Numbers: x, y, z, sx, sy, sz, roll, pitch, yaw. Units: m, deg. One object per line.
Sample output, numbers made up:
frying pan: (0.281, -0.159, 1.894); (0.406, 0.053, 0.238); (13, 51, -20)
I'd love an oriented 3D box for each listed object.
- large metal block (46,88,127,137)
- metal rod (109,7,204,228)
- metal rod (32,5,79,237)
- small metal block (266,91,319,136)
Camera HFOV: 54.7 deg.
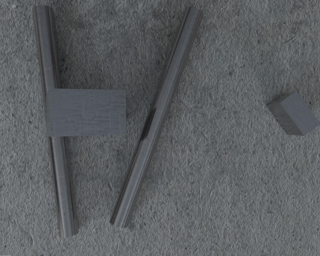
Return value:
large metal block: (-0.091, -0.017, 0.369); (0.081, 0.080, 0.050); (-2, 90, -23)
metal rod: (-0.004, -0.014, 0.409); (0.025, 0.025, 0.299); (20, 90, -1)
metal rod: (-0.137, -0.009, 0.408); (0.025, 0.025, 0.298); (-7, 90, 0)
small metal block: (0.170, -0.018, 0.400); (0.025, 0.050, 0.050); (-36, 90, 0)
